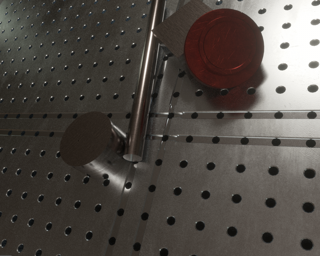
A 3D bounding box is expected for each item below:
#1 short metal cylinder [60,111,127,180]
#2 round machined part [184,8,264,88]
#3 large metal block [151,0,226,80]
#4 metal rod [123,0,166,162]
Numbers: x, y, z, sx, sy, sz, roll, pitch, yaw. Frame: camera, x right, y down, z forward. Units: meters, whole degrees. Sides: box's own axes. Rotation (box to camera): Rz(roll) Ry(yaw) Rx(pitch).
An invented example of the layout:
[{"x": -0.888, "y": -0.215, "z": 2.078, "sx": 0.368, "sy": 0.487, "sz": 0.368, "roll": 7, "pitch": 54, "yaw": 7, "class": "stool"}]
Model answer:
[{"x": -0.087, "y": 0.024, "z": 0.421, "sx": 0.080, "sy": 0.050, "sz": 0.080, "roll": -13, "pitch": 56, "yaw": 20, "class": "short metal cylinder"}, {"x": 0.079, "y": -0.098, "z": 0.381, "sx": 0.099, "sy": 0.042, "sz": 0.097, "roll": 0, "pitch": 94, "yaw": 1, "class": "round machined part"}, {"x": 0.047, "y": -0.129, "z": 0.446, "sx": 0.080, "sy": 0.050, "sz": 0.080, "roll": -37, "pitch": 51, "yaw": 3, "class": "large metal block"}, {"x": -0.019, "y": -0.092, "z": 0.472, "sx": 0.025, "sy": 0.025, "sz": 0.299, "roll": -7, "pitch": 59, "yaw": 24, "class": "metal rod"}]
